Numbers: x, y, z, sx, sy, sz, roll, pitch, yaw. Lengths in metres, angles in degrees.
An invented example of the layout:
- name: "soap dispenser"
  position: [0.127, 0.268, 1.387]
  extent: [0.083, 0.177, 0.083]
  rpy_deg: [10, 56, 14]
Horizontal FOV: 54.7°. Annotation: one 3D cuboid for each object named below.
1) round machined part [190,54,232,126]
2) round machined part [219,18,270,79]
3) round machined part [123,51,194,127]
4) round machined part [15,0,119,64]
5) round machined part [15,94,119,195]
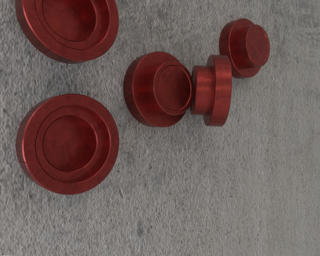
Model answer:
- name: "round machined part"
  position: [0.066, -0.051, 0.425]
  extent: [0.042, 0.098, 0.097]
  rpy_deg: [2, 88, -1]
- name: "round machined part"
  position: [0.146, -0.133, 0.516]
  extent: [0.099, 0.042, 0.097]
  rpy_deg: [0, 90, -40]
- name: "round machined part"
  position: [0.006, -0.049, 0.398]
  extent: [0.099, 0.042, 0.097]
  rpy_deg: [0, 90, -40]
- name: "round machined part"
  position: [-0.095, -0.114, 0.314]
  extent: [0.099, 0.042, 0.097]
  rpy_deg: [0, 90, -40]
- name: "round machined part"
  position: [-0.094, 0.015, 0.314]
  extent: [0.099, 0.042, 0.097]
  rpy_deg: [0, 90, -40]
